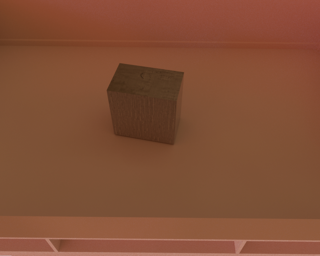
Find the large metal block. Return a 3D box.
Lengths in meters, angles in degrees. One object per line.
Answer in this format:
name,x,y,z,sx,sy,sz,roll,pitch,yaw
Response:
large metal block,-0.016,-0.029,0.391,0.080,0.080,0.050,9,51,7
